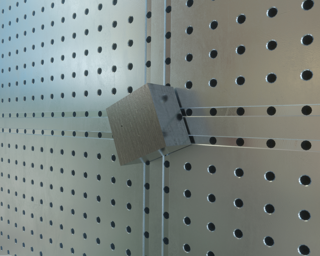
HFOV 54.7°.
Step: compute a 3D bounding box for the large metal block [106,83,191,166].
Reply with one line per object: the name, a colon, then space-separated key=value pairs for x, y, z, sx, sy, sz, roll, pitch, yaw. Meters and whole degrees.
large metal block: x=-0.017 y=-0.003 z=0.401 sx=0.080 sy=0.050 sz=0.080 roll=-26 pitch=74 yaw=36
